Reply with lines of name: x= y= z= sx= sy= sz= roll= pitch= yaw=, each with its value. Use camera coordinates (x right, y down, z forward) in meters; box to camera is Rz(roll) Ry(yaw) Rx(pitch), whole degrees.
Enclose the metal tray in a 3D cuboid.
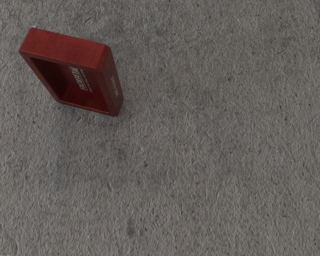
metal tray: x=-0.098 y=-0.060 z=0.374 sx=0.090 sy=0.130 sz=0.030 roll=14 pitch=71 yaw=5
